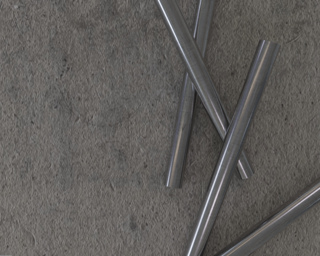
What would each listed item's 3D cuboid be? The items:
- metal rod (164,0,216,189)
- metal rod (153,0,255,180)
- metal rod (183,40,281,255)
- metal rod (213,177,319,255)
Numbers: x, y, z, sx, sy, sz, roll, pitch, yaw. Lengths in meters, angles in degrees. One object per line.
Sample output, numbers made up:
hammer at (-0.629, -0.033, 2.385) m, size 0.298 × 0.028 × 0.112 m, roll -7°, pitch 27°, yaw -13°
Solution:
metal rod at (0.044, -0.070, 0.410) m, size 0.025 × 0.025 × 0.298 m, roll 10°, pitch 90°, yaw 0°
metal rod at (0.048, -0.069, 0.384) m, size 0.025 × 0.025 × 0.299 m, roll -27°, pitch 101°, yaw 0°
metal rod at (0.082, 0.043, 0.381) m, size 0.025 × 0.025 × 0.298 m, roll 17°, pitch 102°, yaw 0°
metal rod at (0.157, 0.116, 0.399) m, size 0.301 × 0.025 × 0.025 m, roll -35°, pitch 90°, yaw -5°
